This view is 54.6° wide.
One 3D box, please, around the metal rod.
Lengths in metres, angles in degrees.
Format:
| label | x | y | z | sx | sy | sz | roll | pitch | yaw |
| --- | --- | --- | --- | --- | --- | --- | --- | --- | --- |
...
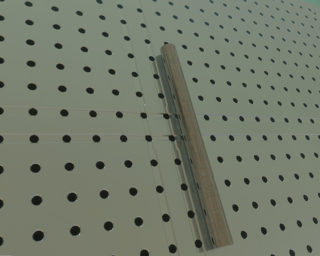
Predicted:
| label | x | y | z | sx | sy | sz | roll | pitch | yaw |
| --- | --- | --- | --- | --- | --- | --- | --- | --- | --- |
| metal rod | 0.043 | 0.007 | 0.426 | 0.025 | 0.025 | 0.299 | 1 | 61 | -28 |
